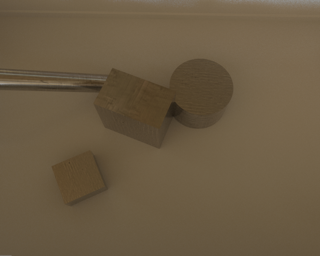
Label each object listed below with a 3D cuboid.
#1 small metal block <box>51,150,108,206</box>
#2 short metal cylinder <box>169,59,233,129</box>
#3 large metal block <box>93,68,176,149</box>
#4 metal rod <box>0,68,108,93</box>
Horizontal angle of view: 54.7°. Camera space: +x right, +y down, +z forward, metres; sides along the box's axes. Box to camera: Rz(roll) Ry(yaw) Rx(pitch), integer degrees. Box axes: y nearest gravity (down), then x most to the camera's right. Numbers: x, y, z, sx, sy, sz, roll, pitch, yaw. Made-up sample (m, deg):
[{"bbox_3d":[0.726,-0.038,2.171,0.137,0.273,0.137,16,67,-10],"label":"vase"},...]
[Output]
[{"bbox_3d":[-0.099,0.062,0.386,0.050,0.025,0.050,-23,72,-9],"label":"small metal block"},{"bbox_3d":[0.052,-0.045,0.413,0.081,0.050,0.080,0,70,0],"label":"short metal cylinder"},{"bbox_3d":[-0.028,-0.021,0.388,0.080,0.080,0.050,21,72,7],"label":"large metal block"},{"bbox_3d":[-0.182,-0.056,0.359,0.303,0.025,0.025,-2,68,-29],"label":"metal rod"}]
